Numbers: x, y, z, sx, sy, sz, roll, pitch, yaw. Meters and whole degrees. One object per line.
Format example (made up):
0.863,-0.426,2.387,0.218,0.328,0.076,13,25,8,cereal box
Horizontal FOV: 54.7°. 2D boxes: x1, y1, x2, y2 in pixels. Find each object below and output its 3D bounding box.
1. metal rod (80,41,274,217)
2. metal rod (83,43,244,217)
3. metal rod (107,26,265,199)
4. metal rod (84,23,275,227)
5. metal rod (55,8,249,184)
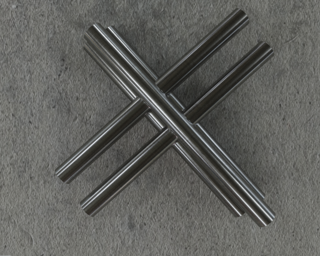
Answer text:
0.022,0.001,0.386,0.300,0.025,0.025,-42,91,-1,metal rod
0.009,-0.001,0.411,0.025,0.025,0.300,-42,91,0,metal rod
0.030,-0.015,0.411,0.025,0.025,0.300,-42,91,0,metal rod
0.023,-0.003,0.361,0.025,0.025,0.300,-43,91,0,metal rod
-0.009,-0.040,0.386,0.300,0.025,0.025,-42,91,-1,metal rod
